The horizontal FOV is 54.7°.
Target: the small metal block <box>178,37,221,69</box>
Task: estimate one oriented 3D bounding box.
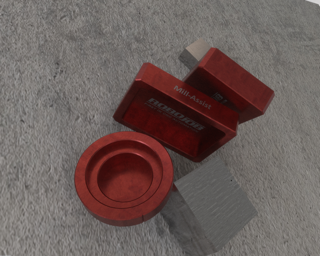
[{"bbox_3d":[0.067,-0.115,0.510,0.050,0.025,0.050,45,51,3],"label":"small metal block"}]

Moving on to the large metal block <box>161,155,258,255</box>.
[{"bbox_3d":[0.052,0.090,0.357,0.081,0.050,0.080,-23,74,-41],"label":"large metal block"}]

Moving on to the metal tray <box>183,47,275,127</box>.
[{"bbox_3d":[0.072,-0.041,0.399,0.090,0.130,0.030,36,74,-5],"label":"metal tray"}]

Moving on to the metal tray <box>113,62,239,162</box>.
[{"bbox_3d":[0.018,-0.013,0.379,0.131,0.090,0.030,28,52,-11],"label":"metal tray"}]

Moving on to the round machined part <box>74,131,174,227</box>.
[{"bbox_3d":[-0.035,0.055,0.325,0.099,0.042,0.098,0,55,0],"label":"round machined part"}]
